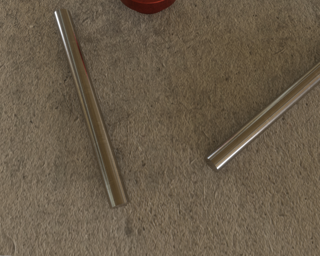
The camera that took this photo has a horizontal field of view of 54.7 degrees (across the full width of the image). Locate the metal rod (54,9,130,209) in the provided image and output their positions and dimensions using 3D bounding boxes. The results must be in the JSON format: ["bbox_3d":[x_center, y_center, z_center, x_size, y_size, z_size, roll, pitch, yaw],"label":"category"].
[{"bbox_3d":[-0.098,-0.039,0.421,0.025,0.025,0.299,-18,71,-7],"label":"metal rod"}]

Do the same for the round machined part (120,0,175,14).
[{"bbox_3d":[-0.018,-0.217,0.478,0.099,0.042,0.098,0,70,-1],"label":"round machined part"}]

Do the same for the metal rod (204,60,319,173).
[{"bbox_3d":[0.180,-0.044,0.426,0.301,0.025,0.025,-38,75,-13],"label":"metal rod"}]
